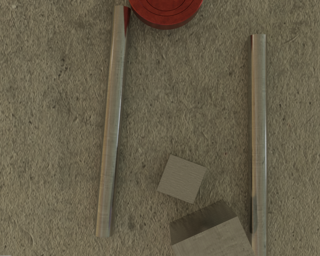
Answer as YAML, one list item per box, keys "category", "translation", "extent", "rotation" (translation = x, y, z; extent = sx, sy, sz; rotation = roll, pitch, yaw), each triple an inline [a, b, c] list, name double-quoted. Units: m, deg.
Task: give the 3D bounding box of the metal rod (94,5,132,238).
- category: "metal rod"
  translation: [-0.062, -0.008, 0.409]
  extent: [0.025, 0.025, 0.298]
  rotation: [5, 90, -1]

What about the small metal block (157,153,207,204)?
- category: "small metal block"
  translation: [0.028, 0.066, 0.410]
  extent: [0.050, 0.025, 0.050]
  rotation: [21, 90, -1]

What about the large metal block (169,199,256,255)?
- category: "large metal block"
  translation: [0.060, 0.137, 0.383]
  extent: [0.080, 0.080, 0.050]
  rotation: [-24, 90, 0]

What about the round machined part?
- category: "round machined part"
  translation: [0.007, -0.176, 0.401]
  extent: [0.099, 0.042, 0.097]
  rotation: [0, 90, -1]

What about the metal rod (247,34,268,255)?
- category: "metal rod"
  translation: [0.130, 0.028, 0.411]
  extent: [0.025, 0.025, 0.298]
  rotation: [0, 90, -1]
